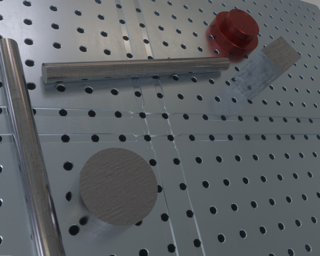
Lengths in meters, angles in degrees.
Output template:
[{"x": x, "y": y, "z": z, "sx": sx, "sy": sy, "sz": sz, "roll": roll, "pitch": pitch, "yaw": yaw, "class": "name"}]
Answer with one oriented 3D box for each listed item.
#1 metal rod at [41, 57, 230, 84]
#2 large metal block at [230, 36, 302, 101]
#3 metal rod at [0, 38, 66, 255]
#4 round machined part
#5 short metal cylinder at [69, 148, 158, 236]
[{"x": -0.014, "y": -0.088, "z": 0.454, "sx": 0.303, "sy": 0.025, "sz": 0.025, "roll": -10, "pitch": 67, "yaw": -33, "class": "metal rod"}, {"x": 0.182, "y": -0.102, "z": 0.533, "sx": 0.050, "sy": 0.080, "sz": 0.081, "roll": 49, "pitch": 51, "yaw": 6, "class": "large metal block"}, {"x": -0.133, "y": 0.032, "z": 0.317, "sx": 0.025, "sy": 0.025, "sz": 0.299, "roll": -8, "pitch": 66, "yaw": -32, "class": "metal rod"}, {"x": 0.149, "y": -0.188, "z": 0.593, "sx": 0.099, "sy": 0.042, "sz": 0.098, "roll": 14, "pitch": 56, "yaw": -21, "class": "round machined part"}, {"x": -0.049, "y": 0.067, "z": 0.325, "sx": 0.081, "sy": 0.050, "sz": 0.080, "roll": 14, "pitch": 56, "yaw": -21, "class": "short metal cylinder"}]
